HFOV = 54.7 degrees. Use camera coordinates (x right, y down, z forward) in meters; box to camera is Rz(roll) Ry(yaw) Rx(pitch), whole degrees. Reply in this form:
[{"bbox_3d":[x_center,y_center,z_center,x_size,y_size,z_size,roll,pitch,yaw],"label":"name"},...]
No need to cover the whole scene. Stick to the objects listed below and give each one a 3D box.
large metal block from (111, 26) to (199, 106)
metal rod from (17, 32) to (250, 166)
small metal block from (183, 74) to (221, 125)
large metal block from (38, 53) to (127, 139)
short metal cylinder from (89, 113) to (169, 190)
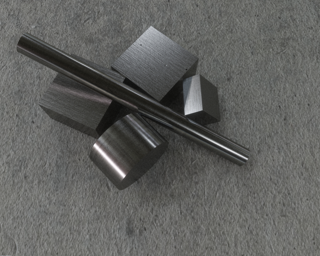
[{"bbox_3d":[-0.006,-0.077,0.421,0.080,0.050,0.080,38,74,12],"label":"large metal block"},{"bbox_3d":[-0.025,-0.030,0.377,0.301,0.025,0.025,27,72,-8],"label":"metal rod"},{"bbox_3d":[0.055,-0.036,0.407,0.025,0.050,0.050,-15,66,33],"label":"small metal block"},{"bbox_3d":[-0.096,-0.039,0.410,0.080,0.050,0.080,24,72,8],"label":"large metal block"},{"bbox_3d":[-0.036,0.028,0.369,0.080,0.080,0.050,-42,76,-14],"label":"short metal cylinder"}]
